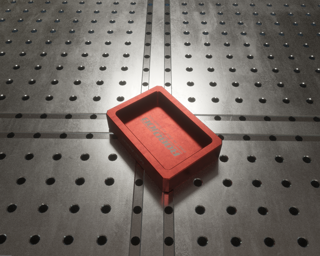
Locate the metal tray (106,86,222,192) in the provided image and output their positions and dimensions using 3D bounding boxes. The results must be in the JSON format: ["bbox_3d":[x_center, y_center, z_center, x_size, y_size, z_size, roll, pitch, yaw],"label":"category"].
[{"bbox_3d":[0.003,0.007,0.398,0.091,0.030,0.130,-30,56,-23],"label":"metal tray"}]
